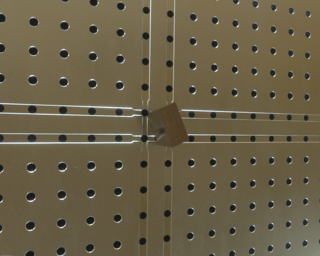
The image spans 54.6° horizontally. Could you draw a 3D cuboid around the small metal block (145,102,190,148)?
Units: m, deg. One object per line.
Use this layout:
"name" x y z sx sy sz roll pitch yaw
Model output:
"small metal block" 0.008 -0.004 0.402 0.025 0.050 0.050 -24 99 -18
